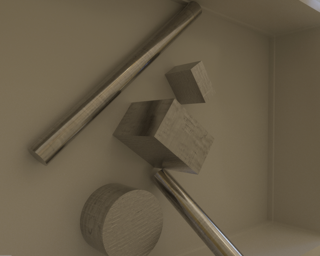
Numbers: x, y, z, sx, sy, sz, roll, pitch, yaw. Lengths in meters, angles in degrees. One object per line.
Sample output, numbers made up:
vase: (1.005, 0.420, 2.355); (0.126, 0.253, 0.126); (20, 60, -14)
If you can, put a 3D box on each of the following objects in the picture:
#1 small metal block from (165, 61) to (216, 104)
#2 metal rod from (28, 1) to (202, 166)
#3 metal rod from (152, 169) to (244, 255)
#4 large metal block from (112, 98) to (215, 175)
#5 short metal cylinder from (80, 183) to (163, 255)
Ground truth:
small metal block: (0.041, -0.061, 0.427); (0.025, 0.050, 0.050); (-42, 116, -32)
metal rod: (-0.036, -0.072, 0.378); (0.301, 0.025, 0.025); (-50, 120, -29)
metal rod: (0.093, 0.161, 0.351); (0.025, 0.300, 0.025); (-35, 154, -19)
large metal block: (0.004, 0.011, 0.376); (0.080, 0.080, 0.050); (42, 64, -32)
short metal cylinder: (-0.043, 0.107, 0.356); (0.081, 0.050, 0.079); (0, 90, -40)
